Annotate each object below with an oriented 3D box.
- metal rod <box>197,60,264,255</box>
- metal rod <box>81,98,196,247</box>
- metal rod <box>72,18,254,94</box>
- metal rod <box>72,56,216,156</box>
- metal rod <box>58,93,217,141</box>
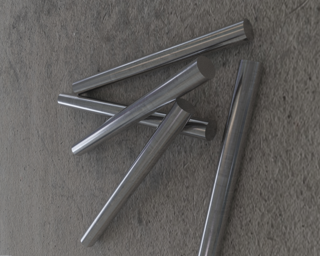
[{"bbox_3d":[0.069,0.075,0.347,0.025,0.025,0.298,18,101,38],"label":"metal rod"},{"bbox_3d":[-0.044,0.078,0.422,0.025,0.025,0.298,53,127,26],"label":"metal rod"},{"bbox_3d":[-0.021,-0.085,0.422,0.300,0.025,0.025,-9,84,39],"label":"metal rod"},{"bbox_3d":[-0.045,-0.012,0.408,0.299,0.025,0.025,-27,73,47],"label":"metal rod"},{"bbox_3d":[-0.055,-0.024,0.450,0.300,0.025,0.025,13,99,39],"label":"metal rod"}]
